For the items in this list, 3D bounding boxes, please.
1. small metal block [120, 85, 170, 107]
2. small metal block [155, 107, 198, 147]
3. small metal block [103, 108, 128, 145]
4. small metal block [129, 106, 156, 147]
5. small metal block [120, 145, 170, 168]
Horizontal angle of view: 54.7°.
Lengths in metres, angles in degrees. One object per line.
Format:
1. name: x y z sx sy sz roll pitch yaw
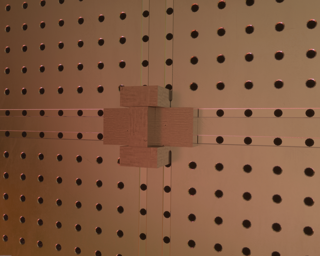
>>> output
1. small metal block: -0.018 -0.039 0.404 0.050 0.050 0.025 1 91 19
2. small metal block: 0.022 -0.001 0.404 0.050 0.025 0.050 1 90 19
3. small metal block: -0.050 -0.002 0.429 0.050 0.025 0.050 1 90 19
4. small metal block: -0.018 -0.002 0.404 0.025 0.050 0.050 1 90 20
5. small metal block: -0.019 0.036 0.405 0.050 0.050 0.025 1 91 19
